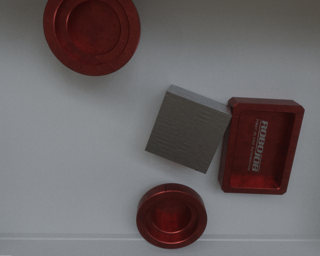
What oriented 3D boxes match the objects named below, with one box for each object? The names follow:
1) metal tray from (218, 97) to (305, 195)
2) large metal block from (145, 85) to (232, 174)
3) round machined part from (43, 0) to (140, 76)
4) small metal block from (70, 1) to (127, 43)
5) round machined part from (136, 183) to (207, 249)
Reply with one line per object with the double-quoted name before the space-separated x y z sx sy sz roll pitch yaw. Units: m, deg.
"metal tray" 0.133 0.026 0.420 0.091 0.030 0.129 3 110 -2
"large metal block" 0.036 0.000 0.391 0.080 0.050 0.079 21 109 3
"round machined part" -0.070 -0.108 0.335 0.099 0.042 0.097 0 111 -1
"small metal block" -0.069 -0.131 0.362 0.050 0.025 0.050 31 107 -11
"round machined part" 0.016 0.121 0.447 0.099 0.042 0.097 0 110 -1
